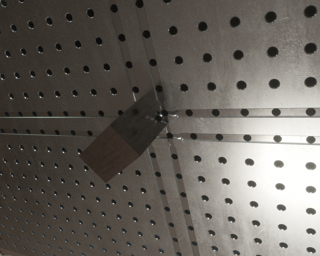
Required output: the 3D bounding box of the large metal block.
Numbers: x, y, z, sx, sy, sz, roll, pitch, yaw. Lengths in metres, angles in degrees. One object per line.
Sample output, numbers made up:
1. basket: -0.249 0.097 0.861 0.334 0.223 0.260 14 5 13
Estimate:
1. large metal block: -0.047 0.015 0.408 0.050 0.080 0.080 47 129 -5
